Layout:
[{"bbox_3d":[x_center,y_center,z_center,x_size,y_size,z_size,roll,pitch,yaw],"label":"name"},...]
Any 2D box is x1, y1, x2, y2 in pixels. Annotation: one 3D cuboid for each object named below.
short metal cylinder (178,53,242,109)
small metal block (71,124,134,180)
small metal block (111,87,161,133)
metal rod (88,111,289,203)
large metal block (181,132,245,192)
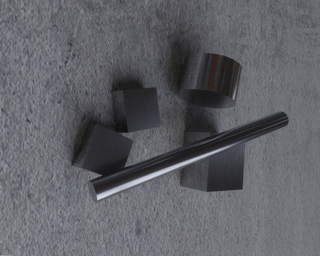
[{"bbox_3d":[0.069,-0.063,0.429,0.080,0.080,0.050,20,77,-39],"label":"short metal cylinder"},{"bbox_3d":[-0.064,0.028,0.353,0.050,0.025,0.050,29,72,-37],"label":"small metal block"},{"bbox_3d":[-0.029,-0.023,0.382,0.050,0.025,0.050,-11,97,-40],"label":"small metal block"},{"bbox_3d":[0.057,0.027,0.394,0.302,0.025,0.025,-17,102,-29],"label":"metal rod"},{"bbox_3d":[0.080,0.049,0.458,0.081,0.050,0.080,7,86,-40],"label":"large metal block"}]
